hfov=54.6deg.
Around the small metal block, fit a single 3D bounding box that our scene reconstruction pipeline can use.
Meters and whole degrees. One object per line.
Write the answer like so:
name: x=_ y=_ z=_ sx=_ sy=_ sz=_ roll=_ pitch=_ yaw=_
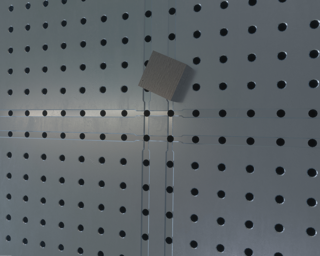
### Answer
small metal block: x=0.007 y=-0.068 z=0.411 sx=0.050 sy=0.025 sz=0.050 roll=27 pitch=99 yaw=18
